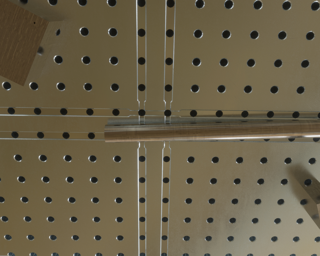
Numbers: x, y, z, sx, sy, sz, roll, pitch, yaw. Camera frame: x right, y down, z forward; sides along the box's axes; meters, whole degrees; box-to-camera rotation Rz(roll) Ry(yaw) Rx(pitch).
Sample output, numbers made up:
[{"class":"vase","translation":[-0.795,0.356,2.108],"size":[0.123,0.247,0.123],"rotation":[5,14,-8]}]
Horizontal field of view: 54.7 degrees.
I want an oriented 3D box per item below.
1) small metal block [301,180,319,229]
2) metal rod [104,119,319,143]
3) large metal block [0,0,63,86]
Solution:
[{"class":"small metal block","translation":[0.230,0.112,0.445],"size":[0.025,0.050,0.050],"rotation":[-18,109,6]},{"class":"metal rod","translation":[0.079,0.004,0.416],"size":[0.302,0.025,0.025],"rotation":[-1,110,0]},{"class":"large metal block","translation":[-0.173,-0.107,0.358],"size":[0.080,0.050,0.080],"rotation":[27,108,-10]}]
